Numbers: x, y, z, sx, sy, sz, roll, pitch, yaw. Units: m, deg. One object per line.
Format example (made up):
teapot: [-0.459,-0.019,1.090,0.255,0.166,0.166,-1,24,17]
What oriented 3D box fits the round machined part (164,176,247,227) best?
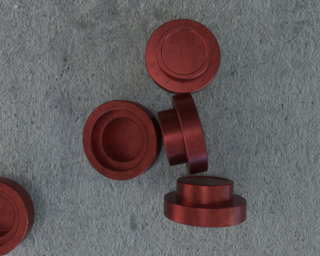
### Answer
round machined part: [0.054,0.083,0.374,0.099,0.098,0.042,1,90,0]

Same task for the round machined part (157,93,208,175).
round machined part: [0.024,0.009,0.374,0.042,0.098,0.097,-13,90,0]

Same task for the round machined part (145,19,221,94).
round machined part: [0.030,-0.093,0.401,0.099,0.042,0.097,0,90,0]

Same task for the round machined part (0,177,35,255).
round machined part: [-0.211,0.111,0.400,0.099,0.042,0.097,0,90,0]

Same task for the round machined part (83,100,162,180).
round machined part: [-0.044,0.014,0.392,0.098,0.042,0.097,1,93,17]
